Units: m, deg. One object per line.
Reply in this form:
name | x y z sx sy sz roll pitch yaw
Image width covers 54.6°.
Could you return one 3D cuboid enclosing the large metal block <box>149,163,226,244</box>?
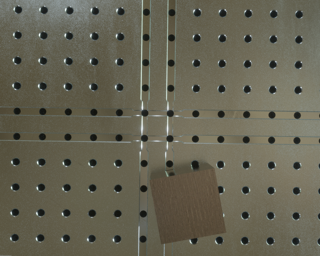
large metal block | 0.034 0.095 0.401 0.080 0.050 0.080 -10 90 0
